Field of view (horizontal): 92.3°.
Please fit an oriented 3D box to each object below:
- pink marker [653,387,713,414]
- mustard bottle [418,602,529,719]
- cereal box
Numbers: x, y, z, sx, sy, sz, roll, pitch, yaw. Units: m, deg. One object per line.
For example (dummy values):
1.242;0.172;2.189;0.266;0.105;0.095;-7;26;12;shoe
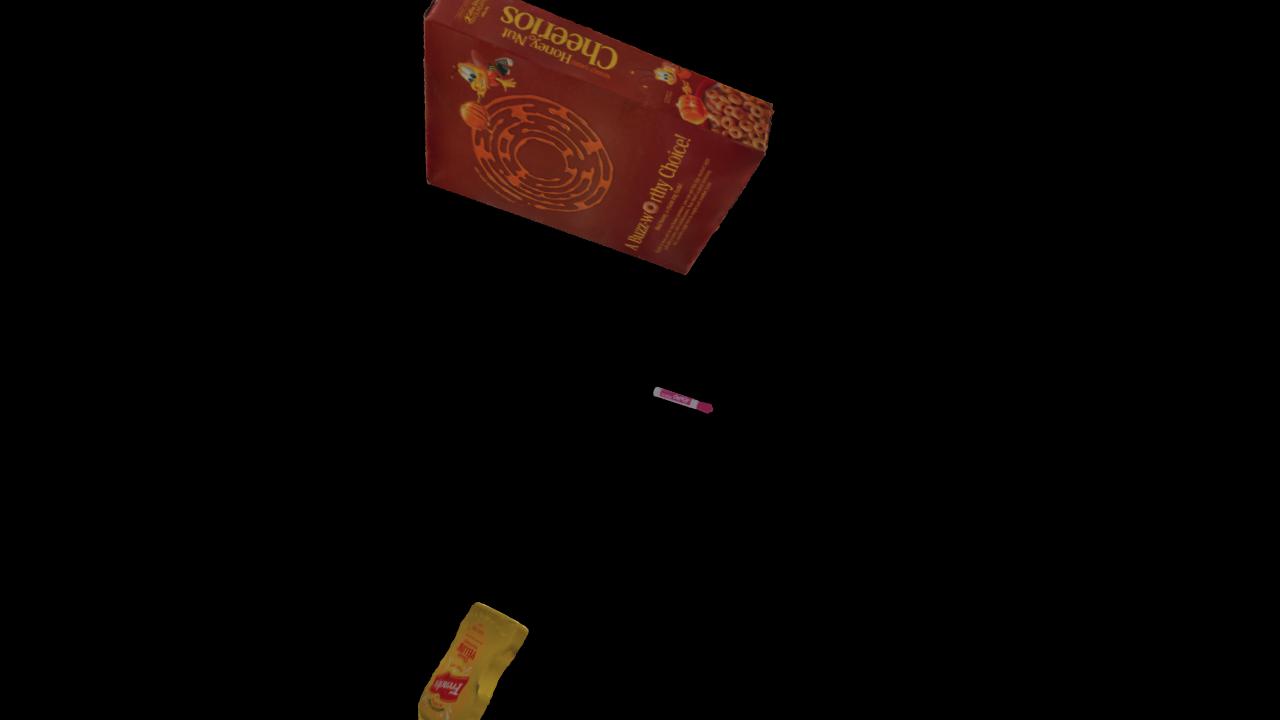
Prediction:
0.080;0.075;1.133;0.121;0.020;0.020;17;9;29;pink marker
-0.214;0.393;0.735;0.092;0.184;0.054;9;-35;33;mustard bottle
-0.053;-0.211;0.605;0.306;0.081;0.203;18;-29;-9;cereal box
